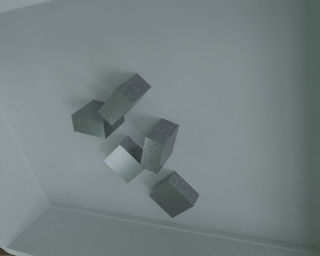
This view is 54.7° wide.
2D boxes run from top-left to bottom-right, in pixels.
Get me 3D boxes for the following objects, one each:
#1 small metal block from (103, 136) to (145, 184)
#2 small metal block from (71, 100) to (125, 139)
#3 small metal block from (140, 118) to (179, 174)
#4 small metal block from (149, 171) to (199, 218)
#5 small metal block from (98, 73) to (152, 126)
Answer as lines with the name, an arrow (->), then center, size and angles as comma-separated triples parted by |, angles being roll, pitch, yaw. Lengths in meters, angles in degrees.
small metal block -> -0.048, 0.048, 0.462 | 0.050, 0.025, 0.050 | 44, 129, -3
small metal block -> -0.084, -0.013, 0.427 | 0.050, 0.050, 0.025 | 13, 124, 20
small metal block -> 0.000, 0.023, 0.406 | 0.025, 0.050, 0.050 | 23, 127, 14
small metal block -> 0.020, 0.099, 0.458 | 0.050, 0.025, 0.050 | 45, 129, -4
small metal block -> -0.044, -0.036, 0.392 | 0.025, 0.050, 0.050 | 45, 129, -3
